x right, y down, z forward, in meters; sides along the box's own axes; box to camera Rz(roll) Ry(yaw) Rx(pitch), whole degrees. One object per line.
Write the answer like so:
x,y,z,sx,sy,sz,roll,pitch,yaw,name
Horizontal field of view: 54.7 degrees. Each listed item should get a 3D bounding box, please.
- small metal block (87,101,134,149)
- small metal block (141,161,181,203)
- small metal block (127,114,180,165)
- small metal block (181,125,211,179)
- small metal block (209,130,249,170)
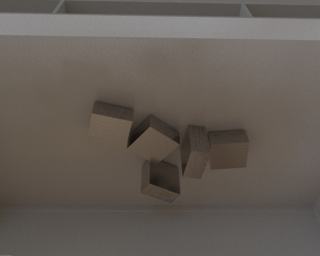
-0.065,-0.003,0.403,0.050,0.025,0.050,12,129,-10,small metal block
0.001,0.076,0.455,0.050,0.050,0.025,24,127,-20,small metal block
-0.009,0.017,0.420,0.050,0.025,0.050,31,123,-24,small metal block
0.047,0.032,0.419,0.025,0.050,0.050,7,130,-7,small metal block
0.095,0.031,0.434,0.050,0.025,0.050,-4,130,3,small metal block
